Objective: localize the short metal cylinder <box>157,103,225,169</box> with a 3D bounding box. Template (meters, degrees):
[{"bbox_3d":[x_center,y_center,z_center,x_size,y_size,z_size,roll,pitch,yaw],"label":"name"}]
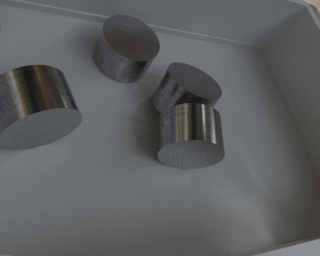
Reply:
[{"bbox_3d":[0.038,0.012,0.385,0.081,0.080,0.050,14,56,-21],"label":"short metal cylinder"}]

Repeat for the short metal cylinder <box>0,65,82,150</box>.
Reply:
[{"bbox_3d":[-0.127,-0.019,0.314,0.081,0.080,0.050,-15,70,-35],"label":"short metal cylinder"}]

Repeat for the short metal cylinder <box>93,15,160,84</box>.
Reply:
[{"bbox_3d":[-0.047,-0.109,0.432,0.081,0.050,0.080,14,56,-21],"label":"short metal cylinder"}]

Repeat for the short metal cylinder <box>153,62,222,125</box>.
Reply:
[{"bbox_3d":[0.037,-0.046,0.425,0.080,0.050,0.080,19,36,-14],"label":"short metal cylinder"}]
